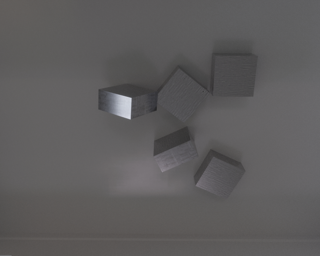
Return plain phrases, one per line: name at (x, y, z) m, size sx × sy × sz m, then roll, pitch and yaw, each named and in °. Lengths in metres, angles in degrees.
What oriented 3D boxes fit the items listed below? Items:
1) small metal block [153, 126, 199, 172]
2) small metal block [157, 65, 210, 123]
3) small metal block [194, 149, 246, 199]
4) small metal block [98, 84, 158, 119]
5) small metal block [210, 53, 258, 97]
small metal block at (0.020, 0.027, 0.408) m, size 0.050 × 0.050 × 0.025 m, roll -24°, pitch 108°, yaw 8°
small metal block at (0.027, -0.043, 0.395) m, size 0.050 × 0.025 × 0.050 m, roll 37°, pitch 106°, yaw -13°
small metal block at (0.083, 0.065, 0.436) m, size 0.050 × 0.025 × 0.050 m, roll 25°, pitch 108°, yaw -9°
small metal block at (-0.038, -0.034, 0.375) m, size 0.050 × 0.050 × 0.025 m, roll 17°, pitch 114°, yaw 31°
small metal block at (0.091, -0.067, 0.387) m, size 0.050 × 0.025 × 0.050 m, roll 0°, pitch 110°, yaw -1°
